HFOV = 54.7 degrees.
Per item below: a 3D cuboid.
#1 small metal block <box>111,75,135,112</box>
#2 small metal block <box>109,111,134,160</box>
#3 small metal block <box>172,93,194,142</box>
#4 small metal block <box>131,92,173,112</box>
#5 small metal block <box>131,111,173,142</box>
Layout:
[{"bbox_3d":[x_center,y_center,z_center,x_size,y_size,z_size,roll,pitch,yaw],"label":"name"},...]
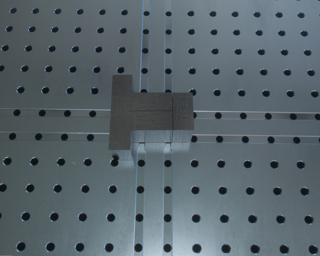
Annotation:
[{"bbox_3d":[-0.048,-0.036,0.410,0.025,0.050,0.050,0,70,0],"label":"small metal block"},{"bbox_3d":[-0.048,0.011,0.393,0.025,0.050,0.050,0,70,0],"label":"small metal block"},{"bbox_3d":[0.028,-0.013,0.403,0.025,0.050,0.050,0,70,0],"label":"small metal block"},{"bbox_3d":[-0.010,-0.024,0.406,0.050,0.050,0.025,0,70,-1],"label":"small metal block"},{"bbox_3d":[-0.010,-0.001,0.398,0.050,0.050,0.025,0,70,-1],"label":"small metal block"}]
